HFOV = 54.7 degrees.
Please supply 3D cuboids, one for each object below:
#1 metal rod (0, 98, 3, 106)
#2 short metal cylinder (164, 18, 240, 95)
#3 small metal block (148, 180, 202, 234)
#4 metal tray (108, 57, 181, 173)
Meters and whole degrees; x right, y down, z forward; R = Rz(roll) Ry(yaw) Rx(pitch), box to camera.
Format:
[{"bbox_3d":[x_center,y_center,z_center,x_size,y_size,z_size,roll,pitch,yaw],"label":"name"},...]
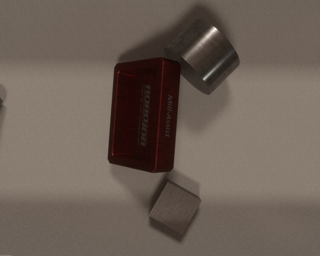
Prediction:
[{"bbox_3d":[-0.259,0.086,0.339,0.025,0.025,0.300,17,61,0],"label":"metal rod"},{"bbox_3d":[0.051,-0.087,0.384,0.080,0.080,0.050,45,89,-1],"label":"short metal cylinder"},{"bbox_3d":[0.019,0.103,0.412,0.050,0.025,0.050,30,90,-1],"label":"small metal block"},{"bbox_3d":[-0.022,-0.016,0.381,0.030,0.090,0.129,4,90,-45],"label":"metal tray"}]
